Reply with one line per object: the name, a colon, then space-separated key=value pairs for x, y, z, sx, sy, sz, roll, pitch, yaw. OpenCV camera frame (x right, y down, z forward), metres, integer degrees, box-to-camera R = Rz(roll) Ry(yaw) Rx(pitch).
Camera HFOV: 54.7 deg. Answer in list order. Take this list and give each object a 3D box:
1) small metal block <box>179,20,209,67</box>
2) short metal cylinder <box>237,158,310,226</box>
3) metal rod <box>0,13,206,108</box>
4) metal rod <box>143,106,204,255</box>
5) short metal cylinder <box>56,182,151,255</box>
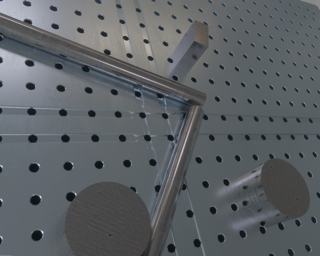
small metal block: x=0.055 y=-0.138 z=0.506 sx=0.025 sy=0.050 sz=0.050 roll=18 pitch=55 yaw=-18
short metal cylinder: x=0.153 y=0.088 z=0.421 sx=0.081 sy=0.050 sz=0.080 roll=14 pitch=56 yaw=-21
metal rod: x=-0.073 y=-0.087 z=0.421 sx=0.302 sy=0.025 sz=0.025 roll=19 pitch=55 yaw=-17
metal rod: x=0.007 y=0.087 z=0.359 sx=0.025 sy=0.025 sz=0.300 roll=30 pitch=52 yaw=-10
short metal cylinder: x=-0.056 y=0.099 z=0.302 sx=0.081 sy=0.050 sz=0.080 roll=14 pitch=56 yaw=-21
